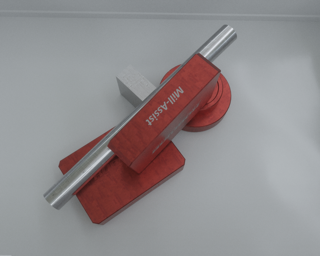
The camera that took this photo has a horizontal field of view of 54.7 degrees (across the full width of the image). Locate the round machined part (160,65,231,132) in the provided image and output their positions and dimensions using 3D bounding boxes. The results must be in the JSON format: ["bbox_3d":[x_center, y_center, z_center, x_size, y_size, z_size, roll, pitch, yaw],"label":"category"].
[{"bbox_3d":[0.047,-0.047,0.416,0.099,0.042,0.098,0,70,-1],"label":"round machined part"}]

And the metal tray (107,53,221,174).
[{"bbox_3d":[0.007,-0.011,0.337,0.030,0.090,0.130,42,82,11],"label":"metal tray"}]

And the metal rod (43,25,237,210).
[{"bbox_3d":[-0.016,-0.020,0.374,0.025,0.025,0.301,43,79,13],"label":"metal rod"}]

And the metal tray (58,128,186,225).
[{"bbox_3d":[-0.046,0.047,0.388,0.131,0.030,0.090,-33,74,-12],"label":"metal tray"}]

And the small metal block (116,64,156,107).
[{"bbox_3d":[-0.029,-0.049,0.412,0.025,0.050,0.050,-43,76,-14],"label":"small metal block"}]
